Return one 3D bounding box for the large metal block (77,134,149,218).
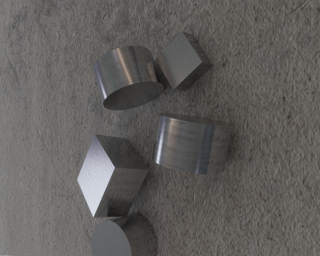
[{"bbox_3d":[-0.069,0.066,0.433,0.080,0.050,0.079,47,119,47],"label":"large metal block"}]

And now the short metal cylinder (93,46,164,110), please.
[{"bbox_3d":[-0.041,-0.063,0.403,0.080,0.081,0.050,-30,72,36],"label":"short metal cylinder"}]

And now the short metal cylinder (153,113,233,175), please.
[{"bbox_3d":[0.035,0.015,0.340,0.080,0.081,0.050,15,100,39],"label":"short metal cylinder"}]

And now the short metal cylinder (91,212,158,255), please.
[{"bbox_3d":[-0.050,0.162,0.430,0.080,0.050,0.080,0,91,40],"label":"short metal cylinder"}]

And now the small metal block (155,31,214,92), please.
[{"bbox_3d":[0.029,-0.081,0.381,0.050,0.025,0.050,-42,65,32],"label":"small metal block"}]
